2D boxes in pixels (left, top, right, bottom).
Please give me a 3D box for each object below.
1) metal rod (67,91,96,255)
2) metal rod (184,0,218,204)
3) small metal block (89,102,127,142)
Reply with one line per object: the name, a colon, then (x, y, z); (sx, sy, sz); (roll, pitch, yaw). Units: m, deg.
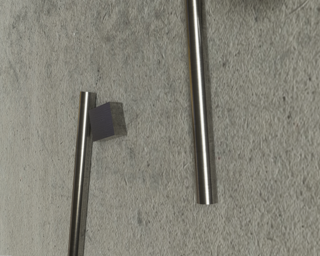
metal rod: (-0.131, 0.090, 0.512); (0.025, 0.025, 0.298); (9, 96, 39)
metal rod: (0.046, -0.063, 0.366); (0.025, 0.025, 0.298); (-5, 87, 40)
small metal block: (-0.080, -0.009, 0.471); (0.050, 0.025, 0.050); (-17, 80, 38)
